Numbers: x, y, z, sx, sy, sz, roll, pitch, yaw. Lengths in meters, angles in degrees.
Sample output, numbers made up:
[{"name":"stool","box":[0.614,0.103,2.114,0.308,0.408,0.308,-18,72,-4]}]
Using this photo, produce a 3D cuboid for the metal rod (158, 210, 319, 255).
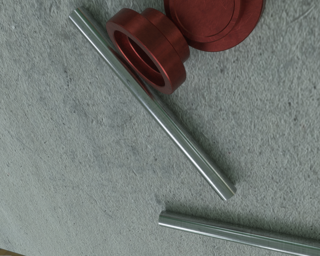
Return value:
[{"name":"metal rod","box":[0.138,0.153,0.428,0.301,0.025,0.025,4,120,26]}]

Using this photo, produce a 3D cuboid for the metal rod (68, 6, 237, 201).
[{"name":"metal rod","box":[-0.004,-0.026,0.393,0.025,0.025,0.300,-34,99,38]}]

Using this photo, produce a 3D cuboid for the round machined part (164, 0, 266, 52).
[{"name":"round machined part","box":[0.048,-0.120,0.296,0.098,0.042,0.097,13,124,21]}]

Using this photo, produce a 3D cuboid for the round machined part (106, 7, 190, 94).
[{"name":"round machined part","box":[-0.007,-0.085,0.326,0.098,0.042,0.098,44,171,9]}]
